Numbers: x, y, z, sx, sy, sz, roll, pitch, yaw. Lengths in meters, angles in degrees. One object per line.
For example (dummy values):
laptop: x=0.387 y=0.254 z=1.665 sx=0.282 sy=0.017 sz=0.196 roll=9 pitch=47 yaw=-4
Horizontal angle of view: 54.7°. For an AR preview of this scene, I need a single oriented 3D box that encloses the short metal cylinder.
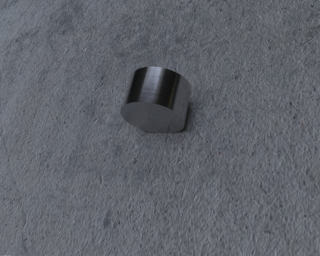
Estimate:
short metal cylinder: x=-0.004 y=-0.033 z=0.392 sx=0.080 sy=0.080 sz=0.050 roll=-1 pitch=62 yaw=27
